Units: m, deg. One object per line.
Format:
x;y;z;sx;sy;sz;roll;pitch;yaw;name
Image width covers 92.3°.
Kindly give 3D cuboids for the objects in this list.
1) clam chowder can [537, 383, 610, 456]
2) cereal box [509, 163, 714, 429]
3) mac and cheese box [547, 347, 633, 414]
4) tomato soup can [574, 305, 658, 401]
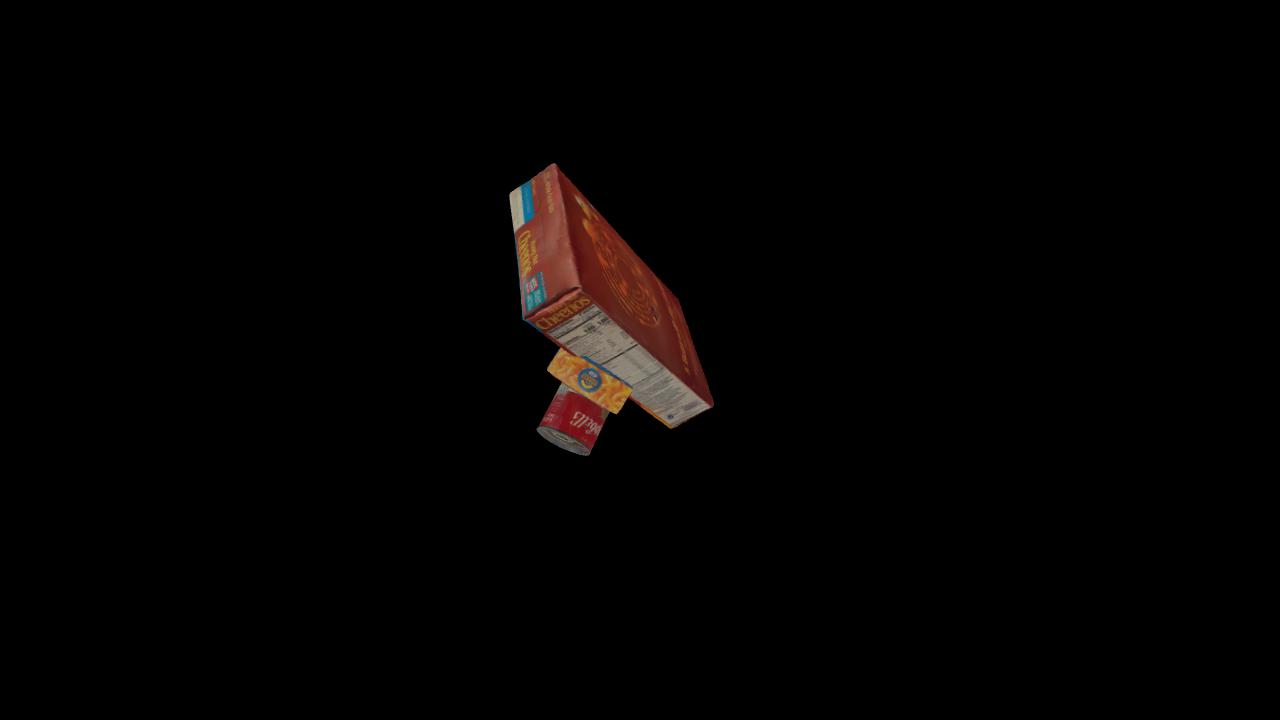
-0.068;0.051;0.718;0.068;0.102;0.068;21;-22;9;clam chowder can
-0.030;-0.065;0.750;0.081;0.203;0.306;-29;-39;18;cereal box
-0.065;0.022;0.744;0.093;0.041;0.184;34;-5;-5;mac and cheese box
-0.036;-0.048;0.708;0.068;0.068;0.101;0;-8;37;tomato soup can
